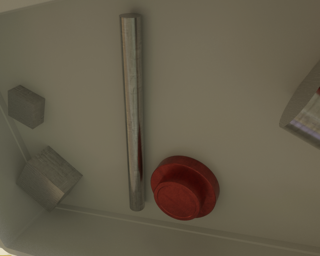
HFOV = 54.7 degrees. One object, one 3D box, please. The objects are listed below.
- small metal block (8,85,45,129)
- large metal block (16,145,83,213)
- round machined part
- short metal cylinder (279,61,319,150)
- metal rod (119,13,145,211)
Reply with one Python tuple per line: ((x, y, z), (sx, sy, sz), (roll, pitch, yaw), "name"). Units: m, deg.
((-0.215, -0.034, 0.499), (0.050, 0.025, 0.050), (28, 128, 10), "small metal block")
((-0.197, 0.092, 0.550), (0.080, 0.050, 0.080), (42, 129, -1), "large metal block")
((0.030, 0.091, 0.437), (0.098, 0.042, 0.097), (13, 124, 20), "round machined part")
((0.154, -0.021, 0.279), (0.050, 0.080, 0.079), (32, 128, 7), "short metal cylinder")
((-0.035, 0.000, 0.425), (0.025, 0.025, 0.298), (14, 124, 20), "metal rod")
